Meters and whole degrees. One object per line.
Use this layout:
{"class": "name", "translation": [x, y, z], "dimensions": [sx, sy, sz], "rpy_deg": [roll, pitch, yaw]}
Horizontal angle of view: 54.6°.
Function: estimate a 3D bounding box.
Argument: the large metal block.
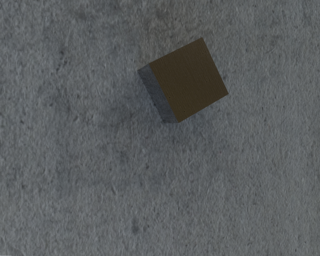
{"class": "large metal block", "translation": [0.029, -0.060, 0.406], "dimensions": [0.080, 0.050, 0.080], "rpy_deg": [-30, 100, -17]}
